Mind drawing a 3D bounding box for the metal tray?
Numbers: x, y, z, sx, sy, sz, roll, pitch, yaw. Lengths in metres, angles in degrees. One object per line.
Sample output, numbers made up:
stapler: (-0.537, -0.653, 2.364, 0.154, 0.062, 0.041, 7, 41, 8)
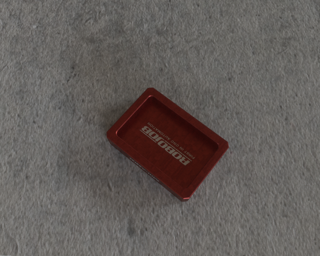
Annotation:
metal tray: (0.009, 0.019, 0.398, 0.130, 0.030, 0.090, 37, 74, 12)
